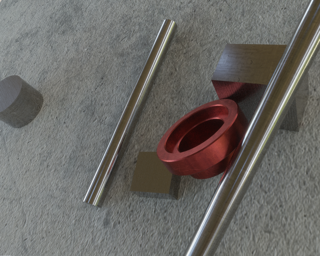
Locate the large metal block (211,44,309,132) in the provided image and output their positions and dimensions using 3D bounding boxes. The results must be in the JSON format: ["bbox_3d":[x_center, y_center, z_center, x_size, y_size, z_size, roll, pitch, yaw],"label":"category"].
[{"bbox_3d":[0.111,-0.043,0.335,0.080,0.080,0.050,11,65,32],"label":"large metal block"}]

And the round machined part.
[{"bbox_3d":[0.049,0.016,0.328,0.098,0.042,0.098,-32,20,14],"label":"round machined part"}]

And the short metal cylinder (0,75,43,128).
[{"bbox_3d":[-0.257,-0.046,0.548,0.080,0.050,0.080,-13,56,20],"label":"short metal cylinder"}]

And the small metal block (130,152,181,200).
[{"bbox_3d":[-0.003,0.056,0.370,0.050,0.025,0.050,-2,61,27],"label":"small metal block"}]

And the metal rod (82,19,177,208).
[{"bbox_3d":[-0.035,-0.034,0.441,0.025,0.025,0.300,8,65,31],"label":"metal rod"}]

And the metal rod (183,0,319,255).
[{"bbox_3d":[0.081,0.021,0.276,0.025,0.025,0.298,31,101,37],"label":"metal rod"}]
